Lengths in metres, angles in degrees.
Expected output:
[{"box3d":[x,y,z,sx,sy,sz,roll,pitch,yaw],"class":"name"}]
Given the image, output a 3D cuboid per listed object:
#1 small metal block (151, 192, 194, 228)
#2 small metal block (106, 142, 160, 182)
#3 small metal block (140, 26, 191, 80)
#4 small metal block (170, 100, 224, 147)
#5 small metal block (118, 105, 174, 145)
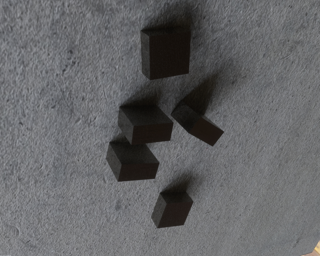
[{"box3d":[0.019,0.131,0.499,0.050,0.025,0.050,4,116,-31],"class":"small metal block"},{"box3d":[-0.036,0.042,0.397,0.050,0.050,0.025,1,118,-29],"class":"small metal block"},{"box3d":[0.006,-0.087,0.357,0.050,0.025,0.050,-14,124,-21],"class":"small metal block"},{"box3d":[0.050,-0.006,0.414,0.050,0.050,0.025,28,103,-38],"class":"small metal block"},{"box3d":[-0.019,-0.005,0.377,0.050,0.050,0.025,-5,121,-26],"class":"small metal block"}]
